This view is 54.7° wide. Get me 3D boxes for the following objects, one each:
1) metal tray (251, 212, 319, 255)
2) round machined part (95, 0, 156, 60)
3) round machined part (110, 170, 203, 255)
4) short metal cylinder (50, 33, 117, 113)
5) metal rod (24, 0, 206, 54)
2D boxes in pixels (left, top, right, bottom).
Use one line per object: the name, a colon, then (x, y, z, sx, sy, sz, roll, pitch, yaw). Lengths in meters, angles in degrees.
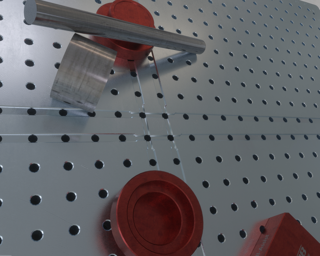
metal tray: (0.155, 0.181, 0.379, 0.090, 0.030, 0.131, 45, 51, 3)
round machined part: (-0.048, -0.154, 0.466, 0.099, 0.042, 0.098, 14, 56, -21)
round machined part: (-0.006, 0.099, 0.334, 0.099, 0.042, 0.098, 14, 56, -21)
short metal cylinder: (-0.089, -0.063, 0.364, 0.050, 0.080, 0.080, 22, 54, -16)
metal rod: (-0.029, -0.126, 0.416, 0.302, 0.025, 0.025, -7, 64, -50)
